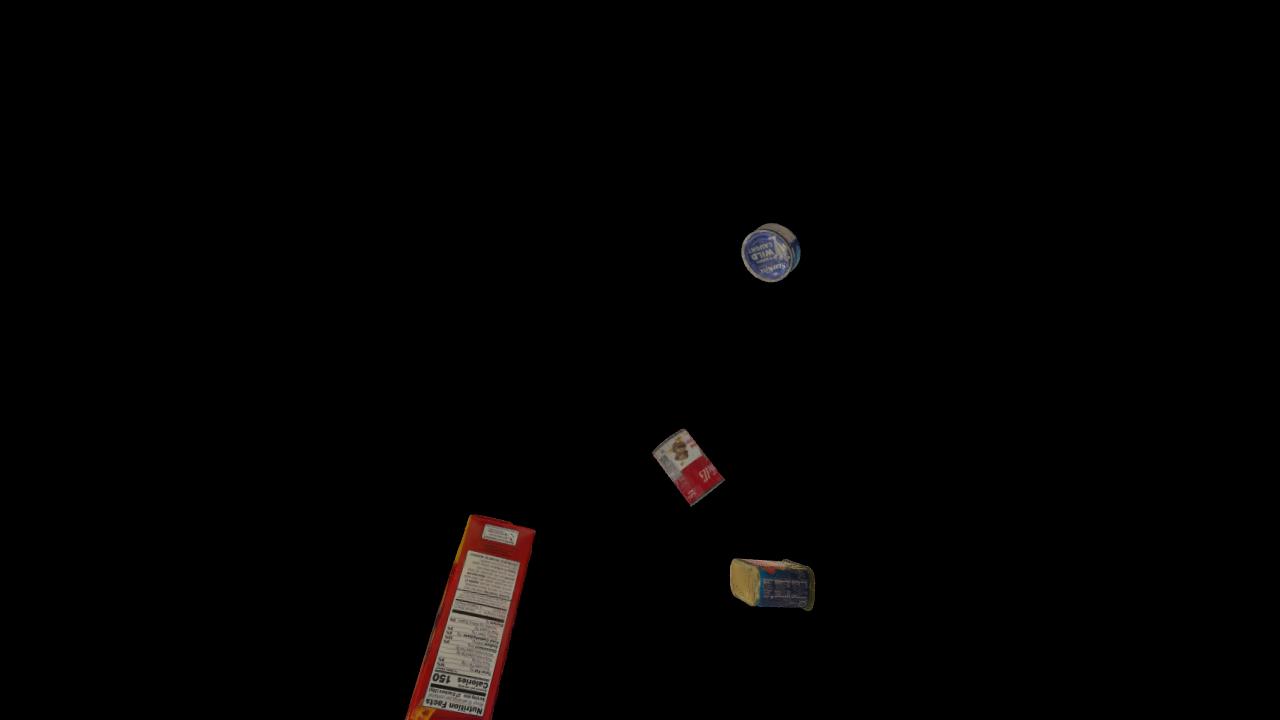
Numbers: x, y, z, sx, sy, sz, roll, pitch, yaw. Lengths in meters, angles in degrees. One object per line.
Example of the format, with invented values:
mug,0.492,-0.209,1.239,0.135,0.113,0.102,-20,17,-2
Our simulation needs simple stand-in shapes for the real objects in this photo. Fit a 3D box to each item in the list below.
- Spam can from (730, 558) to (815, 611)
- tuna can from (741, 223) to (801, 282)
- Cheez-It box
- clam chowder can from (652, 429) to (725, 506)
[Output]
Spam can,0.182,0.312,0.861,0.085,0.058,0.101,7,-11,-12
tuna can,0.197,-0.161,0.923,0.084,0.084,0.034,0,30,44
Cheez-It box,-0.166,0.278,0.576,0.071,0.223,0.166,17,-34,-10
clam chowder can,0.074,0.166,0.954,0.068,0.102,0.068,-35,-15,-11
